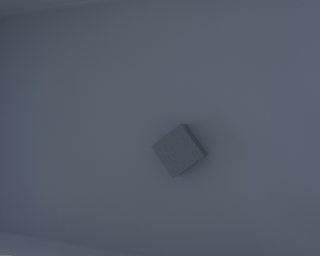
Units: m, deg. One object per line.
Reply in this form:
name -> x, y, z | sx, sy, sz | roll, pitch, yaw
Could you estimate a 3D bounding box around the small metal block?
small metal block -> 0.025, 0.029, 0.402 | 0.050, 0.025, 0.050 | -38, 78, 16
